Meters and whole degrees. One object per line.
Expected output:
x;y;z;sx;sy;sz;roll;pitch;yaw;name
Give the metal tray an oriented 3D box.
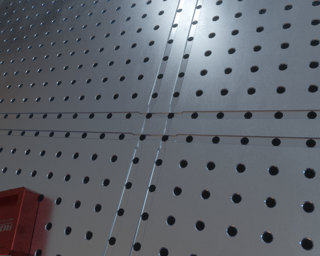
-0.240;0.140;0.441;0.130;0.030;0.090;-14;56;20;metal tray
